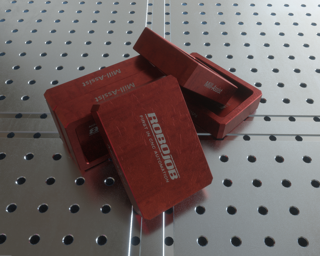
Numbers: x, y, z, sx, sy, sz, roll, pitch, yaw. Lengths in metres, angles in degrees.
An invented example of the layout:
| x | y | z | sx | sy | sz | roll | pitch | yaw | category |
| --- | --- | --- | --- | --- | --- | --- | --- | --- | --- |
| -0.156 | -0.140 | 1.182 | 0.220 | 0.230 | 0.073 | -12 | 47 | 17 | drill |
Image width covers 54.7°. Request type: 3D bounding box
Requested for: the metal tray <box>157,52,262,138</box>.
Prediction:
| x | y | z | sx | sy | sz | roll | pitch | yaw | category |
| --- | --- | --- | --- | --- | --- | --- | --- | --- | --- |
| 0.066 | -0.052 | 0.447 | 0.091 | 0.030 | 0.130 | -36 | 59 | -27 | metal tray |

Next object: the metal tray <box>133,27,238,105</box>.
| x | y | z | sx | sy | sz | roll | pitch | yaw | category |
| --- | --- | --- | --- | --- | --- | --- | --- | --- | --- |
| 0.037 | -0.076 | 0.398 | 0.090 | 0.030 | 0.131 | 43 | 17 | 29 | metal tray |

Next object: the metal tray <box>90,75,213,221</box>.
| x | y | z | sx | sy | sz | roll | pitch | yaw | category |
| --- | --- | --- | --- | --- | --- | --- | --- | --- | --- |
| -0.006 | 0.019 | 0.331 | 0.091 | 0.129 | 0.030 | -26 | 13 | -20 | metal tray |

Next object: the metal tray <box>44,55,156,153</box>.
| x | y | z | sx | sy | sz | roll | pitch | yaw | category |
| --- | --- | --- | --- | --- | --- | --- | --- | --- | --- |
| -0.066 | -0.029 | 0.388 | 0.131 | 0.089 | 0.030 | -26 | 55 | -21 | metal tray |

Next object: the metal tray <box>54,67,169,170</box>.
| x | y | z | sx | sy | sz | roll | pitch | yaw | category |
| --- | --- | --- | --- | --- | --- | --- | --- | --- | --- |
| -0.049 | -0.011 | 0.372 | 0.131 | 0.089 | 0.030 | -26 | 55 | -21 | metal tray |
